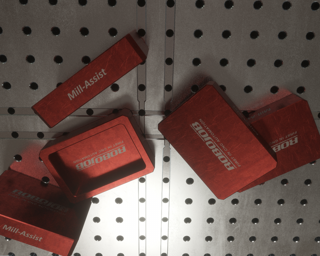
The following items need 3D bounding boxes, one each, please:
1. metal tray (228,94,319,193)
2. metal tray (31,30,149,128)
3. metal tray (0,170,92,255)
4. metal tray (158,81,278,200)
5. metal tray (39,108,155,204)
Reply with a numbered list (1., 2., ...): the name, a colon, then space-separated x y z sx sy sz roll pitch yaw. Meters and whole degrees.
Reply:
1. metal tray: 0.144 0.022 0.421 0.130 0.030 0.090 -26 108 8
2. metal tray: -0.075 -0.060 0.355 0.130 0.090 0.030 -34 107 11
3. metal tray: -0.166 0.111 0.417 0.131 0.090 0.030 23 109 -9
4. metal tray: 0.072 0.017 0.395 0.090 0.030 0.130 -39 93 23
5. metal tray: -0.083 0.040 0.424 0.130 0.030 0.090 -23 109 8
